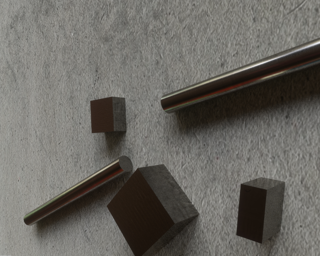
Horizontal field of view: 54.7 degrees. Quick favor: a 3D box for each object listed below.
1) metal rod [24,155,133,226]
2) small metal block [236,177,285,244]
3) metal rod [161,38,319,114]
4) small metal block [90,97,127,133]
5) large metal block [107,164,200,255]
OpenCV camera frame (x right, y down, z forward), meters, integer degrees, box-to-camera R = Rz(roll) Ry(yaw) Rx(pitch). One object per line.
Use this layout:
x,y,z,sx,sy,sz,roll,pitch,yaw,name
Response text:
-0.153,0.116,0.527,0.299,0.025,0.025,-32,70,35,metal rod
0.100,0.079,0.305,0.025,0.050,0.050,7,95,39,small metal block
0.123,-0.063,0.302,0.300,0.025,0.025,-16,80,38,metal rod
-0.078,-0.019,0.467,0.050,0.025,0.050,-5,87,39,small metal block
-0.011,0.105,0.396,0.080,0.050,0.080,-52,60,27,large metal block
